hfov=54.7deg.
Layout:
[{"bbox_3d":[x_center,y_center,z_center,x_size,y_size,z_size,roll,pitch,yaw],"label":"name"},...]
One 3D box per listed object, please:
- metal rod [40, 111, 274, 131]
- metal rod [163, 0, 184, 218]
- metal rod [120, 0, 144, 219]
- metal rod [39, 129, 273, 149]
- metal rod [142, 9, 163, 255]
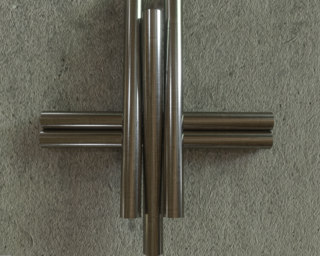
[{"bbox_3d":[-0.003,-0.010,0.412,0.302,0.025,0.025,0,90,-1],"label":"metal rod"},{"bbox_3d":[0.017,-0.042,0.390,0.025,0.025,0.298,0,82,-1],"label":"metal rod"},{"bbox_3d":[-0.034,-0.042,0.390,0.025,0.025,0.298,0,82,-1],"label":"metal rod"},{"bbox_3d":[-0.004,0.015,0.412,0.302,0.025,0.025,0,90,-1],"label":"metal rod"},{"bbox_3d":[-0.009,0.005,0.385,0.025,0.025,0.298,0,90,-1],"label":"metal rod"}]
